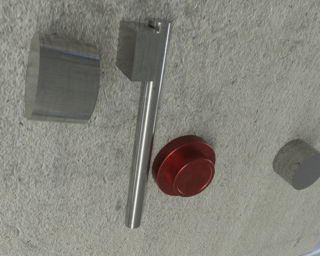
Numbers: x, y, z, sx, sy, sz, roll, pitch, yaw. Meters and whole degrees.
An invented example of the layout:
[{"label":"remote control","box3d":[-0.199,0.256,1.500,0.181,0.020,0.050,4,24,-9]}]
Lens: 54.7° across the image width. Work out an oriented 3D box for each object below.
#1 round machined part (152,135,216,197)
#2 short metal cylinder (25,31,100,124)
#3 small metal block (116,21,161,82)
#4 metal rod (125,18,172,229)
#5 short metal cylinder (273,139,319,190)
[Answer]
[{"label":"round machined part","box3d":[0.041,0.063,0.457,0.099,0.042,0.097,-14,124,-21]},{"label":"short metal cylinder","box3d":[-0.094,-0.045,0.292,0.050,0.080,0.079,4,116,-31]},{"label":"small metal block","box3d":[-0.025,-0.081,0.327,0.025,0.050,0.050,-5,121,-26]},{"label":"metal rod","box3d":[-0.021,0.014,0.404,0.025,0.025,0.298,-6,121,-26]},{"label":"short metal cylinder","box3d":[0.258,0.067,0.573,0.081,0.050,0.079,-14,124,-21]}]
